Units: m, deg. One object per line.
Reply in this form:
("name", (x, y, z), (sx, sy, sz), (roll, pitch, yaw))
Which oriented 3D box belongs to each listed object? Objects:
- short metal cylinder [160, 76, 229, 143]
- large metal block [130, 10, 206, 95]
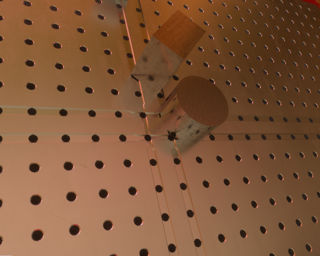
("short metal cylinder", (0.048, -0.026, 0.433), (0.081, 0.050, 0.080), (14, 56, -21))
("large metal block", (0.011, -0.108, 0.445), (0.050, 0.080, 0.080), (37, 51, -4))
